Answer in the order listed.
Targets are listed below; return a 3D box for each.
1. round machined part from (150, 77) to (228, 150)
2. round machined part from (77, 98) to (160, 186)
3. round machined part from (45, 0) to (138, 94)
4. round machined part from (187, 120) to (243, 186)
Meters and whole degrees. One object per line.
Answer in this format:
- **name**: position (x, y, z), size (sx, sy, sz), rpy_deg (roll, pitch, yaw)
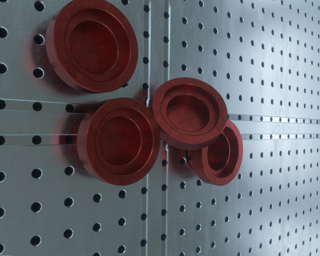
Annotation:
- **round machined part**: position (0.035, -0.015, 0.409), size (0.099, 0.042, 0.098), rpy_deg (4, 62, -8)
- **round machined part**: position (-0.050, 0.015, 0.357), size (0.099, 0.042, 0.097), rpy_deg (0, 90, -40)
- **round machined part**: position (-0.075, -0.086, 0.336), size (0.099, 0.042, 0.097), rpy_deg (0, 90, -40)
- **round machined part**: position (0.079, 0.035, 0.466), size (0.099, 0.042, 0.097), rpy_deg (-1, 92, -42)
